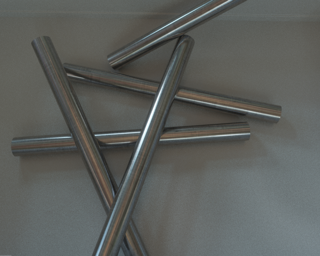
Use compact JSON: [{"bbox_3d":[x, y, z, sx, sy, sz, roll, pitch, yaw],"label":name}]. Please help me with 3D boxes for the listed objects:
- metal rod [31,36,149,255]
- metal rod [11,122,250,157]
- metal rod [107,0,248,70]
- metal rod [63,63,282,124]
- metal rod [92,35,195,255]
[{"bbox_3d":[-0.087,0.023,0.374,0.025,0.025,0.299,-25,82,-9],"label":"metal rod"},{"bbox_3d":[-0.035,0.014,0.403,0.302,0.025,0.025,-4,70,-2],"label":"metal rod"},{"bbox_3d":[0.063,-0.153,0.402,0.300,0.025,0.025,-24,70,17],"label":"metal rod"},{"bbox_3d":[0.012,-0.049,0.427,0.302,0.025,0.025,12,71,4],"label":"metal rod"},{"bbox_3d":[-0.012,0.009,0.374,0.025,0.025,0.300,18,68,6],"label":"metal rod"}]
